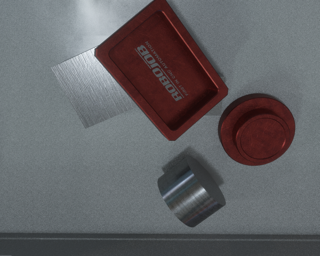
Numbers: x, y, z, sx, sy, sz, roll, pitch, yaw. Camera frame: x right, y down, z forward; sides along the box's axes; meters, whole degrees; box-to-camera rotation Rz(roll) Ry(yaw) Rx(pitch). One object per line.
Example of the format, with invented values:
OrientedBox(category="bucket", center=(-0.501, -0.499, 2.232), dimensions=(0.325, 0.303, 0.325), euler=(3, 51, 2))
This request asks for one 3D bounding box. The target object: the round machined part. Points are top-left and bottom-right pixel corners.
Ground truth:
OrientedBox(category="round machined part", center=(0.129, 0.007, 0.407), dimensions=(0.099, 0.042, 0.097), euler=(0, 110, -1))

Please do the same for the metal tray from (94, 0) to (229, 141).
OrientedBox(category="metal tray", center=(0.004, -0.061, 0.342), dimensions=(0.090, 0.030, 0.130), euler=(-42, 110, -3))

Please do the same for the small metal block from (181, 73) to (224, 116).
OrientedBox(category="small metal block", center=(0.053, -0.043, 0.396), dimensions=(0.050, 0.025, 0.050), euler=(0, 110, -1))

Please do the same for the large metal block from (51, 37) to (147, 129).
OrientedBox(category="large metal block", center=(-0.069, -0.057, 0.376), dimensions=(0.080, 0.050, 0.080), euler=(-23, 109, 7))

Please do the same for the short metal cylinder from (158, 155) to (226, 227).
OrientedBox(category="short metal cylinder", center=(0.042, 0.084, 0.414), dimensions=(0.050, 0.080, 0.080), euler=(-40, 106, 13))
